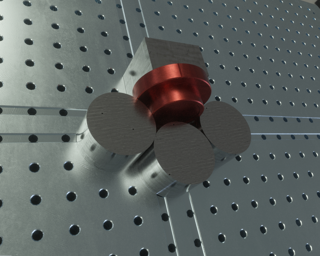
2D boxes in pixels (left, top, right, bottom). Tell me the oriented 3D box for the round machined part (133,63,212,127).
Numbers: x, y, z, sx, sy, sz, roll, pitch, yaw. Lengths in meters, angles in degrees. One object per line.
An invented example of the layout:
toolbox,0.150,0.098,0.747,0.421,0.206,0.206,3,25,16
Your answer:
round machined part,0.017,-0.034,0.389,0.099,0.097,0.042,2,61,-28

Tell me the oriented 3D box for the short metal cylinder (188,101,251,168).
short metal cylinder,0.077,0.009,0.428,0.081,0.050,0.080,14,56,-21

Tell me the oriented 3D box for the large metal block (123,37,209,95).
large metal block,0.005,-0.071,0.418,0.081,0.080,0.050,1,62,-28

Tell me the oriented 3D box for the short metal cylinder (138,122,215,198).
short metal cylinder,0.019,0.039,0.379,0.081,0.050,0.080,14,56,-21

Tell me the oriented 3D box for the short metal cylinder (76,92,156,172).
short metal cylinder,-0.051,0.005,0.362,0.081,0.050,0.080,14,56,-21
